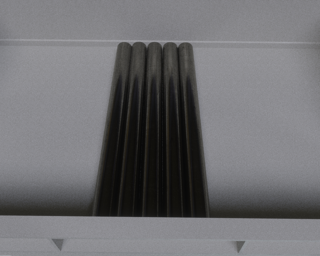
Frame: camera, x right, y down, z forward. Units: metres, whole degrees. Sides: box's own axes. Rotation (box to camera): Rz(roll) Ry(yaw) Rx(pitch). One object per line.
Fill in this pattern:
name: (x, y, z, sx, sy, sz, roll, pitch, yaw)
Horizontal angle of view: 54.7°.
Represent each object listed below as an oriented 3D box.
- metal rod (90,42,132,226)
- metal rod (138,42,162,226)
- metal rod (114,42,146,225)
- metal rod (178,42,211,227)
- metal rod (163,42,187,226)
metal rod: (-0.059, -0.018, 0.418, 0.025, 0.025, 0.300, 0, 50, 0)
metal rod: (-0.009, -0.018, 0.418, 0.025, 0.025, 0.300, 0, 50, 0)
metal rod: (-0.035, -0.018, 0.418, 0.025, 0.025, 0.300, 0, 50, 0)
metal rod: (0.041, -0.017, 0.418, 0.025, 0.025, 0.300, 0, 50, 0)
metal rod: (0.016, -0.018, 0.418, 0.025, 0.025, 0.300, 0, 50, 0)
